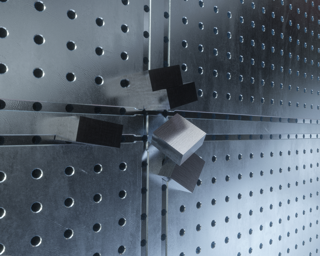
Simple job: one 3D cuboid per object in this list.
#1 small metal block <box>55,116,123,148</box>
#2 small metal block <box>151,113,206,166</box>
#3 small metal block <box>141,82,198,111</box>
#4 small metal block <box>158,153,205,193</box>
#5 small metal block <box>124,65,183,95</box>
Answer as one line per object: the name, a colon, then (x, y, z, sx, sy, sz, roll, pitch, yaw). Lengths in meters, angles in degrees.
small metal block: (-0.076, 0.005, 0.331, 0.050, 0.050, 0.025, 13, 82, -40)
small metal block: (0.025, 0.014, 0.413, 0.050, 0.050, 0.025, -39, 154, -34)
small metal block: (0.012, -0.042, 0.405, 0.050, 0.050, 0.025, -20, 104, -39)
small metal block: (0.032, 0.057, 0.438, 0.050, 0.025, 0.050, 40, 66, -33)
small metal block: (-0.008, -0.060, 0.388, 0.050, 0.050, 0.025, -19, 102, -39)
